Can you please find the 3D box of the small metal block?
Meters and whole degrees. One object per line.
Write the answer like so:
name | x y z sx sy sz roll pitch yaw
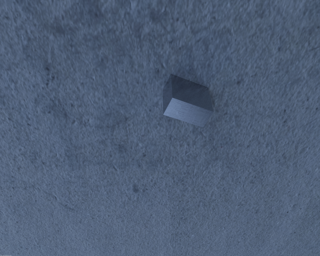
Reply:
small metal block | 0.032 -0.033 0.364 0.050 0.050 0.025 18 128 -15
